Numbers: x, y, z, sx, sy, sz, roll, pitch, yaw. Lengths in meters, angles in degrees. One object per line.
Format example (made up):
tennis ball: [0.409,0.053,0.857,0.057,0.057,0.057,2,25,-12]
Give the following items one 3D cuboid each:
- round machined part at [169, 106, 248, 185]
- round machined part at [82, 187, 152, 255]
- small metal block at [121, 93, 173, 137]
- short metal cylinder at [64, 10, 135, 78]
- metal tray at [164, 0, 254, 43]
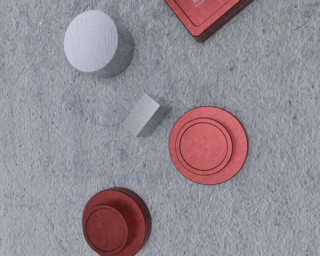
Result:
round machined part: [0.057,0.021,0.379,0.098,0.042,0.097,0,90,19]
round machined part: [-0.065,0.133,0.422,0.098,0.042,0.097,0,90,19]
small metal block: [-0.016,-0.016,0.400,0.025,0.050,0.050,42,103,15]
short metal cylinder: [-0.082,-0.112,0.423,0.080,0.050,0.079,0,90,19]
metal tray: [0.071,-0.182,0.380,0.130,0.030,0.090,-38,78,15]
